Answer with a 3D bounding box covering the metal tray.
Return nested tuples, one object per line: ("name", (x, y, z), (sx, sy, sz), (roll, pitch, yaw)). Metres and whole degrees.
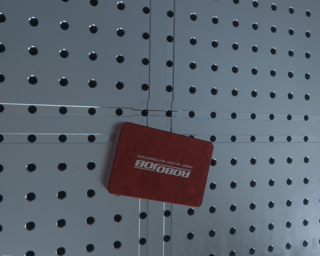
("metal tray", (0.000, 0.049, 0.410), (0.131, 0.030, 0.090), (14, 85, -20))
